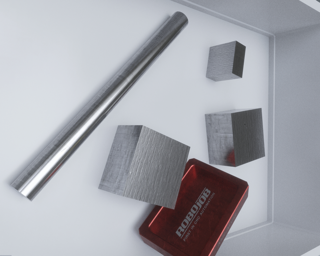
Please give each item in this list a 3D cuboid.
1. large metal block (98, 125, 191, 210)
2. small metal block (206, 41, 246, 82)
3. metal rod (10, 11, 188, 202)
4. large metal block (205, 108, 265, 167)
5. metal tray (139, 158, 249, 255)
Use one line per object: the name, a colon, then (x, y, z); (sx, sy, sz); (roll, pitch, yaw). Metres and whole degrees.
large metal block: (-0.017, 0.048, 0.378); (0.080, 0.050, 0.080); (26, 74, -37)
small metal block: (0.101, -0.102, 0.478); (0.025, 0.050, 0.050); (14, 81, -40)
metal rod: (-0.052, -0.044, 0.364); (0.025, 0.025, 0.301); (52, 59, -28)
large metal block: (0.121, 0.012, 0.495); (0.081, 0.050, 0.079); (-10, 97, -40)
metal tray: (0.047, 0.109, 0.403); (0.130, 0.090, 0.030); (-50, 147, -29)
